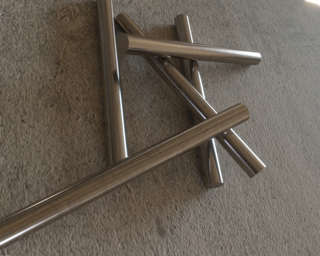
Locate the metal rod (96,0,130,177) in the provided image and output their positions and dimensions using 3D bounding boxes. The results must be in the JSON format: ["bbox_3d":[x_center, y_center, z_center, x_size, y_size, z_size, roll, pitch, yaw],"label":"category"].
[{"bbox_3d":[-0.066,-0.077,0.414,0.025,0.025,0.299,5,59,-26],"label":"metal rod"}]

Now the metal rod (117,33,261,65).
[{"bbox_3d":[0.066,-0.116,0.478,0.302,0.025,0.025,-7,65,-42],"label":"metal rod"}]

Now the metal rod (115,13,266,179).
[{"bbox_3d":[0.032,-0.055,0.430,0.025,0.025,0.300,-27,69,-37],"label":"metal rod"}]

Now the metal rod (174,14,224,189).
[{"bbox_3d":[0.053,-0.057,0.466,0.025,0.025,0.299,7,59,-25],"label":"metal rod"}]

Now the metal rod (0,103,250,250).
[{"bbox_3d":[-0.019,0.037,0.333,0.302,0.025,0.025,-25,75,-25],"label":"metal rod"}]
